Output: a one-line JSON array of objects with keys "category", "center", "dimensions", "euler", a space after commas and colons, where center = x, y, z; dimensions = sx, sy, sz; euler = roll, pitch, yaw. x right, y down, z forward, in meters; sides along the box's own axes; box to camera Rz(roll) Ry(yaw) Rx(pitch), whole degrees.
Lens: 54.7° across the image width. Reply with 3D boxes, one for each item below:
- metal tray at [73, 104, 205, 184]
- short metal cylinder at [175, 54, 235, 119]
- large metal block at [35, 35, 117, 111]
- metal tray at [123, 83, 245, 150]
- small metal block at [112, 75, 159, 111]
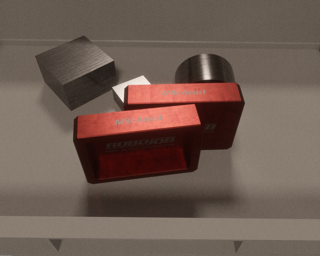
[{"category": "metal tray", "center": [-0.021, 0.020, 0.345], "dimensions": [0.131, 0.089, 0.030], "euler": [-6, 51, -6]}, {"category": "short metal cylinder", "center": [0.061, -0.051, 0.413], "dimensions": [0.081, 0.080, 0.050], "euler": [0, 50, 0]}, {"category": "large metal block", "center": [-0.121, -0.083, 0.457], "dimensions": [0.080, 0.050, 0.080], "euler": [-33, 58, -25]}, {"category": "metal tray", "center": [0.026, -0.010, 0.371], "dimensions": [0.131, 0.089, 0.030], "euler": [-2, 50, -2]}, {"category": "small metal block", "center": [-0.033, -0.043, 0.441], "dimensions": [0.050, 0.025, 0.050], "euler": [-25, 55, -20]}]
